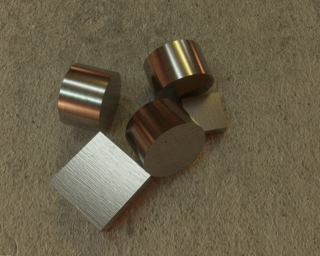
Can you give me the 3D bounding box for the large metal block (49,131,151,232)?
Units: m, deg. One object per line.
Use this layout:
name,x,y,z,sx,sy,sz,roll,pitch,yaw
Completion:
large metal block,-0.067,0.065,0.370,0.080,0.050,0.080,40,75,13

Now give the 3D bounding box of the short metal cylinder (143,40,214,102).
short metal cylinder,0.024,-0.069,0.404,0.081,0.080,0.050,-17,71,-6

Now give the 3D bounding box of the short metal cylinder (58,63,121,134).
short metal cylinder,-0.086,-0.037,0.392,0.050,0.080,0.080,14,71,5

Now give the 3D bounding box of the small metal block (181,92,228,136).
small metal block,0.058,-0.016,0.414,0.050,0.025,0.050,-10,70,-4

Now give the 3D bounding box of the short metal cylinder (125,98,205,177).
short metal cylinder,0.006,0.012,0.368,0.080,0.080,0.050,-30,49,-10
